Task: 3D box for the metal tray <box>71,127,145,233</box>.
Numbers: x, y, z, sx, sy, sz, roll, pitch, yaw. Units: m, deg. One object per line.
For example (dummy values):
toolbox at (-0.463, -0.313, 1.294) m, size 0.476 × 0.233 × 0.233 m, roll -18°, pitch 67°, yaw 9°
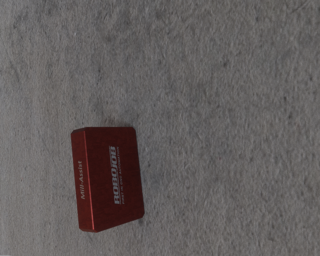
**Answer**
metal tray at (-0.069, 0.064, 0.420) m, size 0.030 × 0.091 × 0.129 m, roll -11°, pitch 83°, yaw 40°
